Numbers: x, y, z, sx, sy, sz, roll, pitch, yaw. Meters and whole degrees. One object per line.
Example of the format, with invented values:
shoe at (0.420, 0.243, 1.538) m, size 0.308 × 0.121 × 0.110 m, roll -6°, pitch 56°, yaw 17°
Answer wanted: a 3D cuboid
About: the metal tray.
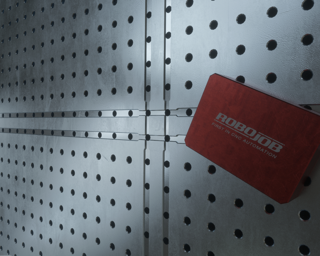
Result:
metal tray at (0.096, 0.006, 0.326) m, size 0.130 × 0.030 × 0.089 m, roll 32°, pitch 109°, yaw 35°
